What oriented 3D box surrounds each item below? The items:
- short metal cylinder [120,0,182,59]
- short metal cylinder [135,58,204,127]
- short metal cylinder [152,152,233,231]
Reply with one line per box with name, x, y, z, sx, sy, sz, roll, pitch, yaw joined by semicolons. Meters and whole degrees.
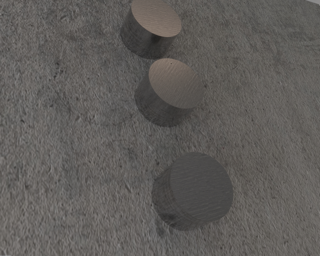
short metal cylinder;-0.015;-0.152;0.473;0.081;0.050;0.080;14;56;-21
short metal cylinder;0.012;-0.048;0.423;0.081;0.050;0.080;14;56;-21
short metal cylinder;0.037;0.074;0.362;0.081;0.050;0.080;14;56;-21
